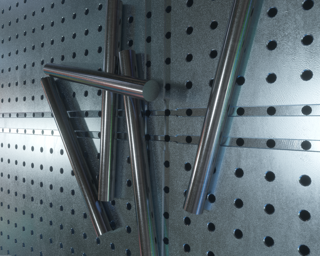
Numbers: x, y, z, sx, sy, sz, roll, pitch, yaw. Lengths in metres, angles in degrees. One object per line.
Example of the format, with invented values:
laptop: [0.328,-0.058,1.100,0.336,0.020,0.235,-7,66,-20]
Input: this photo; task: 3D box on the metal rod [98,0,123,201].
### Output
metal rod: [-0.075,-0.040,0.468,0.025,0.025,0.298,5,93,39]

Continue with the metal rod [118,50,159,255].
metal rod: [-0.030,0.039,0.431,0.025,0.025,0.298,-11,83,39]

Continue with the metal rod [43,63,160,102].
metal rod: [-0.107,-0.076,0.465,0.300,0.025,0.025,19,102,47]

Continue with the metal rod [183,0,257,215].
metal rod: [0.071,-0.045,0.349,0.025,0.025,0.298,20,103,38]

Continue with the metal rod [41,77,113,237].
metal rod: [-0.147,0.037,0.527,0.025,0.025,0.299,-40,66,32]
